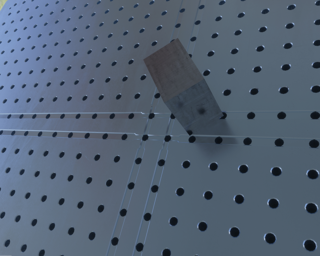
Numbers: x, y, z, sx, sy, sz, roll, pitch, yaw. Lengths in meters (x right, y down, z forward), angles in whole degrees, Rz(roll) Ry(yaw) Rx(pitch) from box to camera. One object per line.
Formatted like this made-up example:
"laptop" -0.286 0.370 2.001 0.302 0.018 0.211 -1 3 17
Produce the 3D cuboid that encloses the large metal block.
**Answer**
"large metal block" 0.030 -0.050 0.389 0.050 0.080 0.080 -31 52 9
